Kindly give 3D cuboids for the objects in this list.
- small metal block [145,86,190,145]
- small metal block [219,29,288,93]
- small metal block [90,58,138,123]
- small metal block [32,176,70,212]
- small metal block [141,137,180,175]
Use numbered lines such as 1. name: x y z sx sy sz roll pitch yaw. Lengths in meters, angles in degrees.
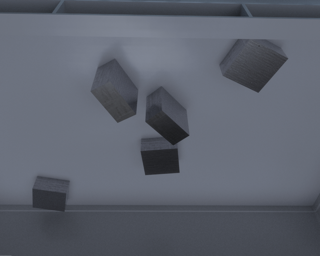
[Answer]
1. small metal block: 0.009 -0.015 0.380 0.025 0.050 0.050 -34 123 25
2. small metal block: 0.104 -0.074 0.348 0.050 0.025 0.050 21 127 -18
3. small metal block: -0.050 -0.043 0.355 0.025 0.050 0.050 -24 127 18
4. small metal block: -0.175 0.106 0.497 0.050 0.025 0.050 11 129 -10
5. small metal block: 0.001 0.040 0.443 0.050 0.025 0.050 -4 130 3
